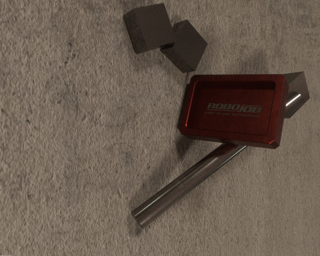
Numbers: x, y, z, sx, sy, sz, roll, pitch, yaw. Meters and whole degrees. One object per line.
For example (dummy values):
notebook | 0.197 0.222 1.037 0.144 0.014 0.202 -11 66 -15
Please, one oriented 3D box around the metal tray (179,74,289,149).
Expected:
metal tray | 0.097 -0.025 0.418 0.030 0.130 0.090 29 71 -54

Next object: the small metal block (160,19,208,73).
small metal block | 0.035 -0.114 0.436 0.050 0.025 0.050 39 66 -34

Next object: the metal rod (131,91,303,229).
metal rod | 0.090 0.035 0.430 0.302 0.025 0.025 -34 112 -18

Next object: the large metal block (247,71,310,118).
large metal block | 0.200 -0.056 0.540 0.081 0.080 0.050 -34 112 -35

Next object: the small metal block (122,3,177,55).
small metal block | -0.012 -0.126 0.393 0.050 0.025 0.050 -28 103 -36
